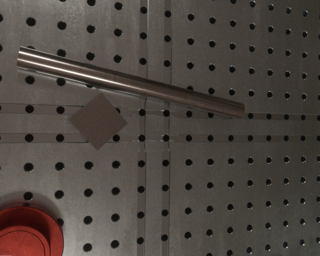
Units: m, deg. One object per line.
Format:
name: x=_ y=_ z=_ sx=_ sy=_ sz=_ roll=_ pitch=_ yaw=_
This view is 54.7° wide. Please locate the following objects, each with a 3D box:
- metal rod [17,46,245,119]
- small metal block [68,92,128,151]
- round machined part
metal rod: x=-0.021 y=-0.053 z=0.405 sx=0.302 sy=0.025 sz=0.025 roll=11 pitch=86 yaw=-20
small metal block: x=-0.077 y=-0.008 z=0.385 sx=0.050 sy=0.025 sz=0.050 roll=-43 pitch=104 yaw=-15
round machined part: x=-0.159 y=0.136 z=0.345 sx=0.099 sy=0.042 sz=0.097 roll=0 pitch=90 yaw=-21
